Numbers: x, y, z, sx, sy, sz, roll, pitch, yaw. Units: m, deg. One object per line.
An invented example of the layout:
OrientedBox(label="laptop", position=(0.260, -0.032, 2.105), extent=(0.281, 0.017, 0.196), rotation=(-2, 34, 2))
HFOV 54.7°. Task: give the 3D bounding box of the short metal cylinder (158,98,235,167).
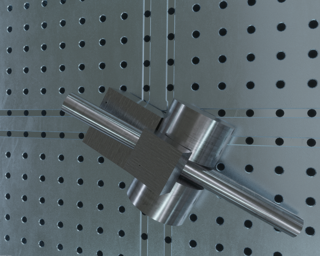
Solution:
OrientedBox(label="short metal cylinder", position=(0.041, 0.004, 0.366), extent=(0.080, 0.080, 0.050), rotation=(29, 100, 17))

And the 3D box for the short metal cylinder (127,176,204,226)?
OrientedBox(label="short metal cylinder", position=(0.007, 0.073, 0.377), extent=(0.080, 0.080, 0.050), rotation=(32, 100, 17))

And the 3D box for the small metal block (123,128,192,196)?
OrientedBox(label="small metal block", position=(-0.003, 0.034, 0.326), extent=(0.050, 0.025, 0.050), rotation=(32, 101, 25))

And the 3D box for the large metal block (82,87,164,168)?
OrientedBox(label="large metal block", position=(-0.041, 0.003, 0.408), extent=(0.080, 0.050, 0.080), rotation=(31, 100, 17))

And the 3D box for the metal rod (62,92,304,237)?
OrientedBox(label="metal rod", position=(0.024, 0.041, 0.358), extent=(0.301, 0.025, 0.025), rotation=(29, 100, 2))
